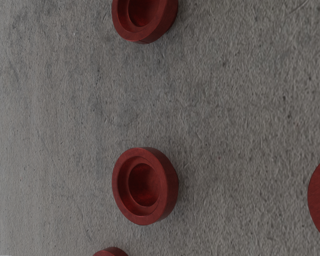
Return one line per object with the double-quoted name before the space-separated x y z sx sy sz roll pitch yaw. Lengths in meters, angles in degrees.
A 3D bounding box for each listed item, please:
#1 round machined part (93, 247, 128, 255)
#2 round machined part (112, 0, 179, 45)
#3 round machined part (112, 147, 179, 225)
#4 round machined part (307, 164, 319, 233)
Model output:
"round machined part" -0.078 0.232 0.459 0.098 0.042 0.097 0 90 40
"round machined part" -0.015 -0.159 0.406 0.098 0.042 0.097 0 90 40
"round machined part" -0.015 0.073 0.406 0.098 0.042 0.097 0 90 40
"round machined part" 0.176 0.059 0.248 0.098 0.042 0.097 0 90 40
